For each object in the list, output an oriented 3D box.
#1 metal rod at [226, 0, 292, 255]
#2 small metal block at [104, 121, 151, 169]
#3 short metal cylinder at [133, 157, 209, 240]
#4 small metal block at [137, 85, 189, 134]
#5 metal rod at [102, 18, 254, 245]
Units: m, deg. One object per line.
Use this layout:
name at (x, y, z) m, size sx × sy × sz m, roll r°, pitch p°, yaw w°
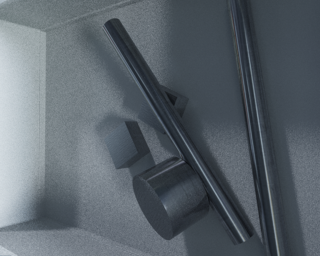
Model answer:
metal rod at (0.103, 0.006, 0.320) m, size 0.025 × 0.025 × 0.298 m, roll -12°, pitch 83°, yaw 39°
small metal block at (-0.048, 0.025, 0.444) m, size 0.050 × 0.025 × 0.050 m, roll -38°, pitch 67°, yaw 33°
short metal cylinder at (0.011, 0.080, 0.358) m, size 0.080 × 0.050 × 0.079 m, roll 43°, pitch 147°, yaw 38°
small metal block at (0.003, -0.025, 0.402) m, size 0.050 × 0.025 × 0.050 m, roll 32°, pitch 109°, yaw 35°
metal rod at (0.014, -0.006, 0.364) m, size 0.025 × 0.025 × 0.299 m, roll -39°, pitch 76°, yaw 33°
